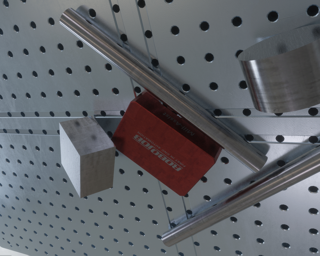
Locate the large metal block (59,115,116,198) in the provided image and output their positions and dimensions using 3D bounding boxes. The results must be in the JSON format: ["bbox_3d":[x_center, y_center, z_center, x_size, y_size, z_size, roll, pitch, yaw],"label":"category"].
[{"bbox_3d":[-0.108,0.040,0.454,0.080,0.050,0.079,46,138,40],"label":"large metal block"}]

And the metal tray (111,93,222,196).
[{"bbox_3d":[0.005,0.024,0.421,0.130,0.030,0.089,36,129,4],"label":"metal tray"}]

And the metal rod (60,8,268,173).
[{"bbox_3d":[0.003,-0.047,0.380,0.300,0.025,0.025,38,129,2],"label":"metal rod"}]

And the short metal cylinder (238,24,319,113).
[{"bbox_3d":[0.118,-0.054,0.280,0.080,0.080,0.050,-11,113,33],"label":"short metal cylinder"}]

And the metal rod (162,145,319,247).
[{"bbox_3d":[0.098,0.107,0.425,0.025,0.025,0.299,44,129,-3],"label":"metal rod"}]
